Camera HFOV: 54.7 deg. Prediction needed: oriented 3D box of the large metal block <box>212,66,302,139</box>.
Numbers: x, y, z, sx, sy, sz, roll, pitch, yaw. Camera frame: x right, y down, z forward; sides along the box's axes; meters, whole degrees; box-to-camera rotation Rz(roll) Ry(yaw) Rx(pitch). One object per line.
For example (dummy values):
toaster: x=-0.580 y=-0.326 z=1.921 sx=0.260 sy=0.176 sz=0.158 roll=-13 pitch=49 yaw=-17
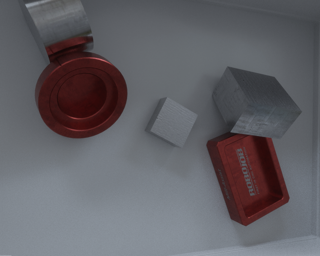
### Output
large metal block: x=0.129 y=-0.035 z=0.424 sx=0.081 sy=0.080 sz=0.050 roll=8 pitch=130 yaw=-20

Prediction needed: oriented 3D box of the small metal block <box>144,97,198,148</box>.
small metal block: x=0.015 y=-0.007 z=0.417 sx=0.050 sy=0.025 sz=0.050 roll=29 pitch=80 yaw=-18

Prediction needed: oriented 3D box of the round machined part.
round machined part: x=-0.091 y=-0.040 z=0.353 sx=0.099 sy=0.042 sz=0.097 roll=-17 pitch=127 yaw=-23

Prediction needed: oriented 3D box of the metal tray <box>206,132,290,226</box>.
metal tray: x=0.132 y=0.065 z=0.458 sx=0.091 sy=0.030 sz=0.129 roll=-22 pitch=98 yaw=-19

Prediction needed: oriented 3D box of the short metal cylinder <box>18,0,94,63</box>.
short metal cylinder: x=-0.114 y=-0.115 z=0.339 sx=0.050 sy=0.080 sz=0.080 roll=-27 pitch=99 yaw=-18
